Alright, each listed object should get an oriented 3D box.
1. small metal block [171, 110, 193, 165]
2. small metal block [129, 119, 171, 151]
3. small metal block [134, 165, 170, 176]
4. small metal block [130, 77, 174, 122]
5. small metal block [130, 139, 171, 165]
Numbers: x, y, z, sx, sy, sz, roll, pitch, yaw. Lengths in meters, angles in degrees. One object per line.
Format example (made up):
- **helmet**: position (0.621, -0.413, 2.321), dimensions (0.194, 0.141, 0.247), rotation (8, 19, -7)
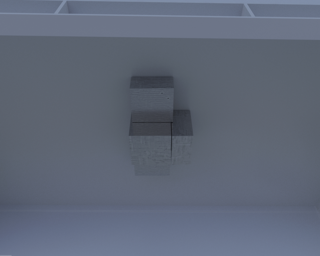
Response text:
- **small metal block**: position (0.027, 0.012, 0.401), dimensions (0.025, 0.050, 0.050), rotation (0, 130, 0)
- **small metal block**: position (-0.012, 0.003, 0.392), dimensions (0.050, 0.050, 0.025), rotation (0, 130, 0)
- **small metal block**: position (-0.011, 0.042, 0.442), dimensions (0.050, 0.025, 0.050), rotation (0, 130, 0)
- **small metal block**: position (-0.009, -0.034, 0.377), dimensions (0.050, 0.025, 0.050), rotation (0, 130, 0)
- **small metal block**: position (-0.011, 0.021, 0.408), dimensions (0.050, 0.050, 0.025), rotation (0, 130, 0)
